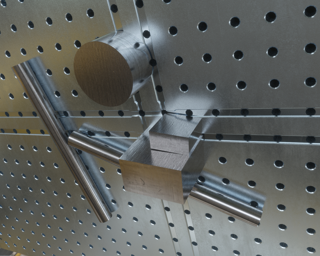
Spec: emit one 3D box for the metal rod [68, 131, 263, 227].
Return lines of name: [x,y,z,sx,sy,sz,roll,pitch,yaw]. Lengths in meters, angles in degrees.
metal rod: [-0.002,0.069,0.453,0.301,0.025,0.025,21,126,15]

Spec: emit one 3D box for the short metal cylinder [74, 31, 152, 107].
short metal cylinder: [-0.056,-0.073,0.378,0.080,0.050,0.079,13,124,20]

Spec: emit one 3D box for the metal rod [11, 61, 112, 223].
metal rod: [-0.154,0.034,0.510,0.025,0.025,0.299,-10,114,32]

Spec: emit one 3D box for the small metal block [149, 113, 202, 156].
small metal block: [0.021,0.006,0.387,0.050,0.050,0.025,9,122,23]

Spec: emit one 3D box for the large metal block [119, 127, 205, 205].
large metal block: [0.006,0.045,0.399,0.080,0.080,0.050,8,122,24]
